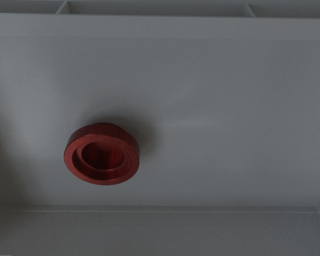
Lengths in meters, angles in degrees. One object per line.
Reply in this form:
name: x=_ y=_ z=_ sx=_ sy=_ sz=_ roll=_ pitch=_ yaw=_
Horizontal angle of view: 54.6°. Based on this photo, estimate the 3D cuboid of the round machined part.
round machined part: x=-0.076 y=0.031 z=0.424 sx=0.099 sy=0.042 sz=0.097 roll=0 pitch=130 yaw=0
